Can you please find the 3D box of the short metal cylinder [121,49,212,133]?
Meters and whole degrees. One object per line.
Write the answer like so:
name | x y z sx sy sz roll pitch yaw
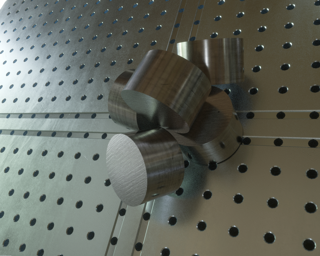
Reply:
short metal cylinder | 0.007 -0.037 0.326 0.080 0.080 0.050 19 72 35

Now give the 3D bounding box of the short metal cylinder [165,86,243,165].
short metal cylinder | 0.052 -0.003 0.366 0.080 0.050 0.080 -14 55 21

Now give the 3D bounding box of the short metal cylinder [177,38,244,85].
short metal cylinder | 0.062 -0.081 0.381 0.080 0.080 0.050 2 103 29

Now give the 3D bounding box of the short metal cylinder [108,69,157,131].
short metal cylinder | -0.021 -0.033 0.404 0.050 0.080 0.080 20 73 36

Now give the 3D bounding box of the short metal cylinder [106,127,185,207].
short metal cylinder | -0.018 0.042 0.349 0.080 0.050 0.079 15 110 49
